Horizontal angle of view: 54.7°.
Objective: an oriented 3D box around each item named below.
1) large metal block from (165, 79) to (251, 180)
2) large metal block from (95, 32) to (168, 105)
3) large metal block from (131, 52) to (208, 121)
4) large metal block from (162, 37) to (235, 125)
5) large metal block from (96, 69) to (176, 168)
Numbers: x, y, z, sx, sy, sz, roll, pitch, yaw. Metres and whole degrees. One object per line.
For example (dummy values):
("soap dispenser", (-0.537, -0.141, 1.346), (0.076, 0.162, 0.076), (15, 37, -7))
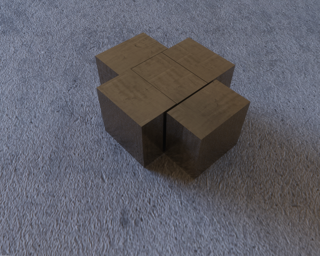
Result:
("large metal block", (0.054, 0.002, 0.368), (0.080, 0.080, 0.050), (-35, 59, -26))
("large metal block", (-0.036, -0.073, 0.430), (0.080, 0.080, 0.050), (-35, 59, -26))
("large metal block", (0.010, -0.037, 0.401), (0.050, 0.080, 0.080), (-35, 59, -26))
("large metal block", (0.048, -0.063, 0.423), (0.050, 0.080, 0.080), (-35, 59, -26))
("large metal block", (-0.028, -0.011, 0.379), (0.050, 0.080, 0.080), (-35, 59, -26))
